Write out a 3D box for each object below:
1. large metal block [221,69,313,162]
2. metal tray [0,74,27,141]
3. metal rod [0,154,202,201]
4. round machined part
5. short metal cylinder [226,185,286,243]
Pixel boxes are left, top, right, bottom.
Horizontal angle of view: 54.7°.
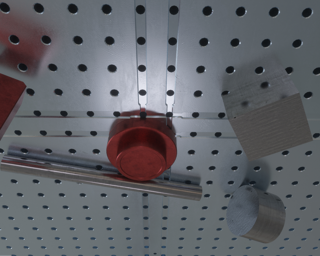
[{"bbox_3d":[0.133,-0.013,0.385,0.080,0.050,0.080,-22,127,17],"label":"large metal block"},{"bbox_3d":[-0.214,-0.034,0.304,0.131,0.090,0.030,21,127,-18],"label":"metal tray"},{"bbox_3d":[-0.082,0.078,0.477,0.302,0.025,0.025,11,129,-10],"label":"metal rod"},{"bbox_3d":[-0.025,0.036,0.431,0.099,0.042,0.097,0,130,0],"label":"round machined part"},{"bbox_3d":[0.151,0.137,0.494,0.050,0.080,0.080,21,127,-17],"label":"short metal cylinder"}]
